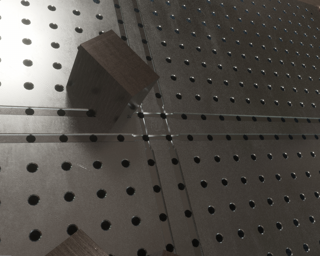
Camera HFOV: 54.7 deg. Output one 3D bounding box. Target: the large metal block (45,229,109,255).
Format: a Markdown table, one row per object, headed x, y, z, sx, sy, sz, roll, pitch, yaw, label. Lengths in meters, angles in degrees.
| x | y | z | sx | sy | sz | roll | pitch | yaw | label |
| --- | --- | --- | --- | --- | --- | --- | --- | --- | --- |
| -0.069 | 0.144 | 0.246 | 0.080 | 0.050 | 0.081 | 29 | 44 | 30 | large metal block |

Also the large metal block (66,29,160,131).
| x | y | z | sx | sy | sz | roll | pitch | yaw | label |
| --- | --- | --- | --- | --- | --- | --- | --- | --- | --- |
| -0.060 | -0.056 | 0.376 | 0.080 | 0.080 | 0.050 | 45 | 51 | 3 | large metal block |

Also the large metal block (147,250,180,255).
| x | y | z | sx | sy | sz | roll | pitch | yaw | label |
| --- | --- | --- | --- | --- | --- | --- | --- | --- | --- |
| 0.019 | 0.174 | 0.298 | 0.080 | 0.050 | 0.080 | 25 | 53 | -13 | large metal block |
